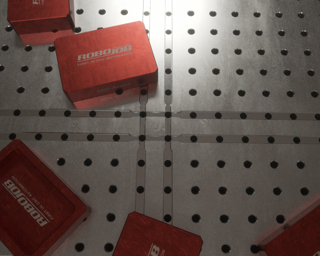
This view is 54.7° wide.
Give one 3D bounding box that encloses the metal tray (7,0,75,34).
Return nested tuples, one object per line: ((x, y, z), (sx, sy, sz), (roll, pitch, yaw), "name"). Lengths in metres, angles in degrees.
((-0.185, -0.213, 0.485), (0.091, 0.030, 0.129), (-7, 70, -3), "metal tray")

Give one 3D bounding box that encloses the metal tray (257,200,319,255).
((0.194, 0.141, 0.360), (0.131, 0.030, 0.090), (-31, 73, -11), "metal tray")

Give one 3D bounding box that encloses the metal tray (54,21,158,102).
((-0.076, -0.097, 0.444), (0.131, 0.030, 0.090), (-14, 71, -6), "metal tray")

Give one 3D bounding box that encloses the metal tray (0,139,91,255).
((-0.161, 0.088, 0.374), (0.130, 0.030, 0.090), (41, 75, 13), "metal tray")

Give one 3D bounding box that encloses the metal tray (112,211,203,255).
((-0.015, 0.171, 0.346), (0.090, 0.030, 0.130), (19, 71, 6), "metal tray")
